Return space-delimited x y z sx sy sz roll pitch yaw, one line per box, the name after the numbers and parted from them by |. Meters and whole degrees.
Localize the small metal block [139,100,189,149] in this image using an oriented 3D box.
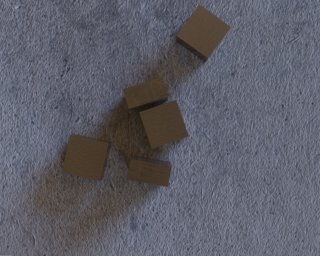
0.005 -0.005 0.410 0.050 0.025 0.050 -19 90 0 | small metal block

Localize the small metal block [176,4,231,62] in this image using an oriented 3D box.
0.056 -0.124 0.410 0.050 0.025 0.050 36 90 0 | small metal block

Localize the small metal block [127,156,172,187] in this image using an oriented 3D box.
-0.013 0.054 0.397 0.050 0.050 0.025 11 90 0 | small metal block

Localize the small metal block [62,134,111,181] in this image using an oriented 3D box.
-0.096 0.038 0.409 0.050 0.025 0.050 13 90 0 | small metal block

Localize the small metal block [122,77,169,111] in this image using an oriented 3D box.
-0.017 -0.042 0.397 0.050 0.050 0.025 -17 90 0 | small metal block
